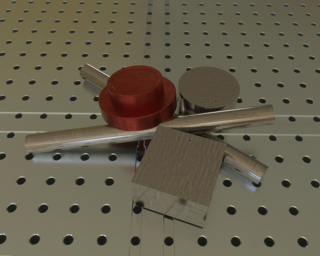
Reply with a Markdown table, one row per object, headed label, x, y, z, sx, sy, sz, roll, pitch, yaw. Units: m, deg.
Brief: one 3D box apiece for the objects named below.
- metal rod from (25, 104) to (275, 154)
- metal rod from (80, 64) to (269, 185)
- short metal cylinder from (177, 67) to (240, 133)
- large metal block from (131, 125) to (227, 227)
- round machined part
| label | x | y | z | sx | sy | sz | roll | pitch | yaw |
| --- | --- | --- | --- | --- | --- | --- | --- | --- | --- |
| metal rod | -0.014 | 0.002 | 0.382 | 0.302 | 0.025 | 0.025 | -7 | 50 | 3 |
| metal rod | 0.003 | -0.016 | 0.421 | 0.300 | 0.025 | 0.025 | 31 | 57 | 23 |
| short metal cylinder | 0.064 | -0.039 | 0.424 | 0.081 | 0.050 | 0.080 | 0 | 50 | 0 |
| large metal block | 0.022 | 0.052 | 0.345 | 0.080 | 0.050 | 0.080 | 16 | 52 | 12 |
| round machined part | -0.029 | -0.044 | 0.389 | 0.099 | 0.042 | 0.098 | -4 | 41 | 4 |
